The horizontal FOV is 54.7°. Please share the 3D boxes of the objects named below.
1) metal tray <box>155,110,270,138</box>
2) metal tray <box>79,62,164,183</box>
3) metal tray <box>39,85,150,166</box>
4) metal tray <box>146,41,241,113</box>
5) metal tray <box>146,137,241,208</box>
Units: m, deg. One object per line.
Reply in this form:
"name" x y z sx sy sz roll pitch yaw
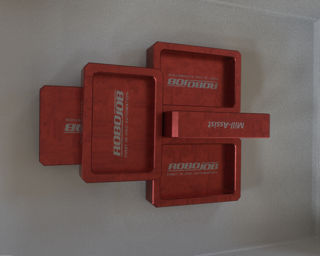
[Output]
"metal tray" 0.061 -0.004 0.397 0.131 0.090 0.030 1 90 -20
"metal tray" -0.044 -0.005 0.358 0.091 0.030 0.129 1 90 -21
"metal tray" -0.076 -0.003 0.377 0.131 0.030 0.089 0 90 -21
"metal tray" 0.048 -0.064 0.425 0.131 0.030 0.089 1 90 -21
"metal tray" 0.048 0.056 0.425 0.131 0.030 0.089 1 90 -21
